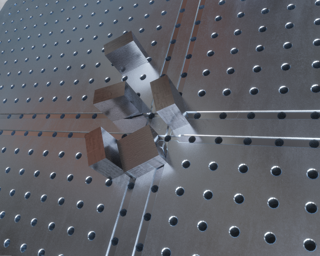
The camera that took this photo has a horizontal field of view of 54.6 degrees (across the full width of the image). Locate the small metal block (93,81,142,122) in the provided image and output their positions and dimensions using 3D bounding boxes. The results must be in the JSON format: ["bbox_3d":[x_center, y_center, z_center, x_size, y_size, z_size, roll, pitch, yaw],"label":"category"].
[{"bbox_3d":[-0.060,-0.037,0.448,0.050,0.050,0.025,-14,56,21],"label":"small metal block"}]

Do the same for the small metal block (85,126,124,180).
[{"bbox_3d":[-0.072,0.034,0.410,0.025,0.050,0.050,-27,53,12],"label":"small metal block"}]

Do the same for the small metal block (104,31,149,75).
[{"bbox_3d":[-0.054,-0.119,0.495,0.050,0.050,0.025,-23,53,14],"label":"small metal block"}]

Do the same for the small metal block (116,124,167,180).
[{"bbox_3d":[-0.024,0.031,0.403,0.050,0.025,0.050,-28,52,11],"label":"small metal block"}]

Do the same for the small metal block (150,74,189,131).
[{"bbox_3d":[0.013,-0.033,0.407,0.025,0.050,0.050,-23,53,15],"label":"small metal block"}]
